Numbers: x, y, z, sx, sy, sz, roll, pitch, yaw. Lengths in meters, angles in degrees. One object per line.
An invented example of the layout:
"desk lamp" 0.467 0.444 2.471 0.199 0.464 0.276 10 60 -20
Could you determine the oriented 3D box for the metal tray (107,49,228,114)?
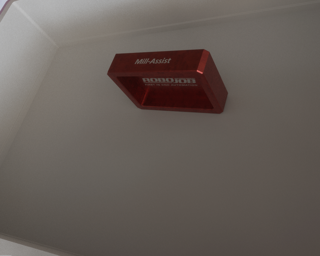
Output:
"metal tray" 0.010 -0.056 0.393 0.130 0.090 0.030 5 65 30
